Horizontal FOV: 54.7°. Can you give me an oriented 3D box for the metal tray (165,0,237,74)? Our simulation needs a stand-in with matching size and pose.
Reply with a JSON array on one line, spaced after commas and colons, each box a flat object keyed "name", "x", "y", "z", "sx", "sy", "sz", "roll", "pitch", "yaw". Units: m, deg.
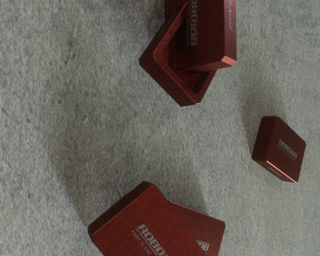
[{"name": "metal tray", "x": 0.049, "y": -0.138, "z": 0.397, "sx": 0.030, "sy": 0.090, "sz": 0.129, "roll": 6, "pitch": 82, "yaw": -49}]

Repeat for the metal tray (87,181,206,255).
[{"name": "metal tray", "x": -0.010, "y": 0.140, "z": 0.366, "sx": 0.090, "sy": 0.030, "sz": 0.130, "roll": -38, "pitch": 104, "yaw": -17}]

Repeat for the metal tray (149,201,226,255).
[{"name": "metal tray", "x": 0.032, "y": 0.159, "z": 0.431, "sx": 0.131, "sy": 0.030, "sz": 0.090, "roll": 30, "pitch": 71, "yaw": -36}]

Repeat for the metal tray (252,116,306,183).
[{"name": "metal tray", "x": 0.235, "y": 0.043, "z": 0.602, "sx": 0.130, "sy": 0.030, "sz": 0.090, "roll": 32, "pitch": 70, "yaw": -36}]

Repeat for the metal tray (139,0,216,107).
[{"name": "metal tray", "x": 0.039, "y": -0.104, "z": 0.410, "sx": 0.090, "sy": 0.030, "sz": 0.130, "roll": 43, "pitch": 61, "yaw": -27}]
